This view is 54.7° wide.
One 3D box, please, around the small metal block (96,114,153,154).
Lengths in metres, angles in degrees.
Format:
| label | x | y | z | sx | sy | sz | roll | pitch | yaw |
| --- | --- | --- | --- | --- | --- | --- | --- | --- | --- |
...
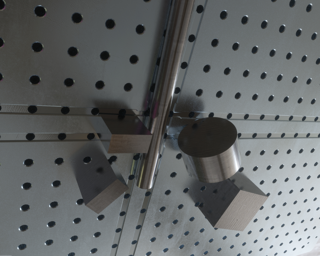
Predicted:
| label | x | y | z | sx | sy | sz | roll | pitch | yaw |
| --- | --- | --- | --- | --- | --- | --- | --- | --- | --- |
| small metal block | -0.044 | 0.007 | 0.375 | 0.050 | 0.050 | 0.025 | 2 | 118 | -29 |

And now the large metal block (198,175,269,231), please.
| label | x | y | z | sx | sy | sz | roll | pitch | yaw |
| --- | --- | --- | --- | --- | --- | --- | --- | --- | --- |
| large metal block | 0.129 | 0.131 | 0.546 | 0.080 | 0.050 | 0.080 | 20 | 108 | -36 |

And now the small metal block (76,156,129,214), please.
| label | x | y | z | sx | sy | sz | roll | pitch | yaw |
| --- | --- | --- | --- | --- | --- | --- | --- | --- | --- |
| small metal block | -0.075 | 0.072 | 0.399 | 0.050 | 0.050 | 0.025 | -40 | 129 | -1 |

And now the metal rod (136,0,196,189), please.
| label | x | y | z | sx | sy | sz | roll | pitch | yaw |
| --- | --- | --- | --- | --- | --- | --- | --- | --- | --- |
| metal rod | 0.006 | -0.050 | 0.383 | 0.025 | 0.025 | 0.298 | -2 | 119 | -28 |

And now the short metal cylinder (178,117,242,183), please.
| label | x | y | z | sx | sy | sz | roll | pitch | yaw |
| --- | --- | --- | --- | --- | --- | --- | --- | --- | --- |
| short metal cylinder | 0.070 | 0.029 | 0.432 | 0.080 | 0.080 | 0.050 | -28 | 128 | -11 |
